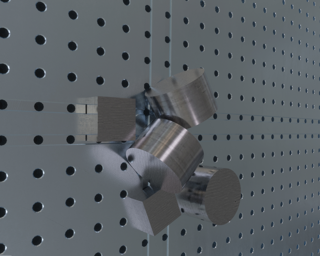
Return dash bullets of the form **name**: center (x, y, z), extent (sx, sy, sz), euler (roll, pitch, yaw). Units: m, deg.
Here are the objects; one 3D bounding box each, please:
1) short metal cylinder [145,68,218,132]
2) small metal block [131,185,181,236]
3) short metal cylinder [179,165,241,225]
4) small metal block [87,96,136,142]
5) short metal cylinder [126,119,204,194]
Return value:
- **short metal cylinder**: center (0.028, -0.037, 0.397), extent (0.080, 0.080, 0.050), euler (-38, 114, -33)
- **small metal block**: center (-0.004, 0.103, 0.406), extent (0.050, 0.025, 0.050), euler (-27, 107, -37)
- **short metal cylinder**: center (0.074, 0.096, 0.456), extent (0.081, 0.050, 0.079), euler (0, 90, -40)
- **small metal block**: center (-0.056, -0.010, 0.362), extent (0.050, 0.025, 0.050), euler (0, 90, -40)
- **short metal cylinder**: center (0.006, 0.035, 0.378), extent (0.050, 0.080, 0.080), euler (-51, 120, -29)
